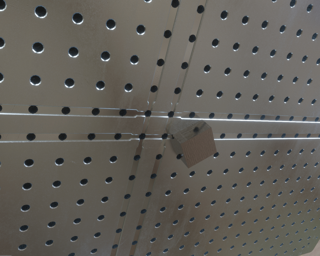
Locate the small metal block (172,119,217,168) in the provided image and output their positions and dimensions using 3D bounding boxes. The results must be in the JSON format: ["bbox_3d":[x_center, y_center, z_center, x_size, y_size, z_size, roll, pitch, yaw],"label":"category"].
[{"bbox_3d":[0.051,0.023,0.453,0.050,0.025,0.050,-28,128,-11],"label":"small metal block"}]
